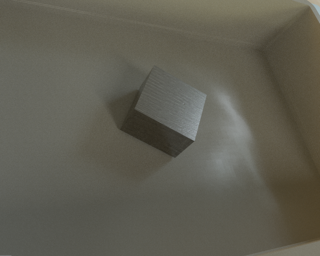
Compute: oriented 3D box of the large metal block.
[{"bbox_3d":[0.006,-0.021,0.401,0.080,0.050,0.080,28,52,-11],"label":"large metal block"}]
